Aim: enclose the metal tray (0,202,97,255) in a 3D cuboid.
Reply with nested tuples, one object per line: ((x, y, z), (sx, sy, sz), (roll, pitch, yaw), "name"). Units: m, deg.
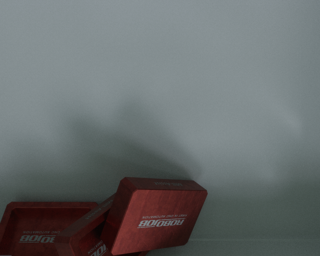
((-0.154, 0.149, 0.427), (0.131, 0.090, 0.030), (0, 137, -1), "metal tray")

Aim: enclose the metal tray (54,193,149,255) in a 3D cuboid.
((-0.063, 0.145, 0.402), (0.030, 0.131, 0.090), (-12, 101, 37), "metal tray")

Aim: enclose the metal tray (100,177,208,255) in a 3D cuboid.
((-0.004, 0.114, 0.408), (0.131, 0.030, 0.089), (11, 104, -40), "metal tray")
